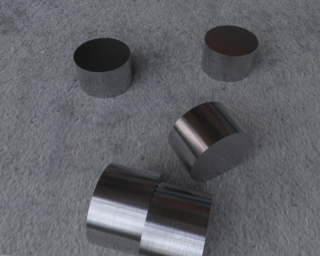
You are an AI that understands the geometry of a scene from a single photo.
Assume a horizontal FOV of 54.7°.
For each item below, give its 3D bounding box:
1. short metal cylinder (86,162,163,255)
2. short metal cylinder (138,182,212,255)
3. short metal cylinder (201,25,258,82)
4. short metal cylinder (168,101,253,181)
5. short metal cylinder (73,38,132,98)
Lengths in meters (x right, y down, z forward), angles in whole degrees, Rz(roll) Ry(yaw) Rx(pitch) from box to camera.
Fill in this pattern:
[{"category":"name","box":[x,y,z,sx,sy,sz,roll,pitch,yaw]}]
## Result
[{"category":"short metal cylinder","box":[-0.031,0.078,0.302,0.050,0.080,0.080,12,51,9]},{"category":"short metal cylinder","box":[0.015,0.095,0.288,0.050,0.080,0.080,12,51,9]},{"category":"short metal cylinder","box":[0.108,-0.117,0.487,0.081,0.050,0.080,0,50,0]},{"category":"short metal cylinder","box":[0.057,0.016,0.355,0.081,0.080,0.050,-21,54,-17]},{"category":"short metal cylinder","box":[-0.083,-0.090,0.461,0.081,0.050,0.080,0,50,0]}]
